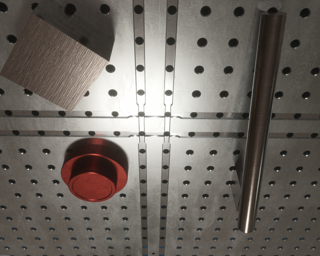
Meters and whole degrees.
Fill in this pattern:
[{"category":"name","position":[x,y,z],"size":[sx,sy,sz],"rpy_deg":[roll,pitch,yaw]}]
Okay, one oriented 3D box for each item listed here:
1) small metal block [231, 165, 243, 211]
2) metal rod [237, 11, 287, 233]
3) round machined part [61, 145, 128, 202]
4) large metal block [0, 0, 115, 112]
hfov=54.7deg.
[{"category":"small metal block","position":[0.129,0.092,0.476],"size":[0.025,0.050,0.050],"rpy_deg":[-1,130,0]},{"category":"metal rod","position":[0.121,0.014,0.385],"size":[0.025,0.025,0.298],"rpy_deg":[-2,118,1]},{"category":"round machined part","position":[-0.098,0.074,0.462],"size":[0.099,0.042,0.097],"rpy_deg":[-1,130,0]},{"category":"large metal block","position":[-0.107,-0.076,0.329],"size":[0.080,0.050,0.080],"rpy_deg":[30,124,-24]}]
